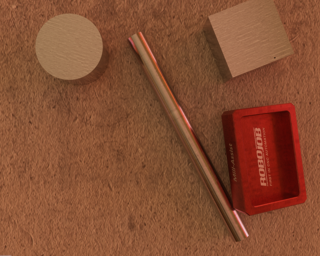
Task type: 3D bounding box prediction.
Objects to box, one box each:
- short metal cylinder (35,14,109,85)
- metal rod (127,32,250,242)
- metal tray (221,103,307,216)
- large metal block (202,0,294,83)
[{"bbox_3d":[-0.109,-0.098,0.396,0.081,0.050,0.079,0,90,-1],"label":"short metal cylinder"},{"bbox_3d":[0.037,0.012,0.410,0.025,0.025,0.299,-28,90,0],"label":"metal rod"},{"bbox_3d":[0.134,0.037,0.397,0.091,0.030,0.129,-8,90,-16],"label":"metal tray"},{"bbox_3d":[0.110,-0.113,0.399,0.080,0.050,0.080,-22,90,-1],"label":"large metal block"}]
